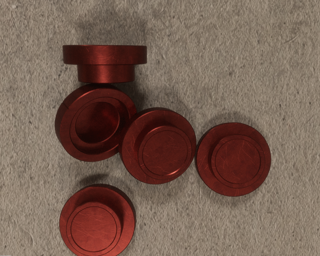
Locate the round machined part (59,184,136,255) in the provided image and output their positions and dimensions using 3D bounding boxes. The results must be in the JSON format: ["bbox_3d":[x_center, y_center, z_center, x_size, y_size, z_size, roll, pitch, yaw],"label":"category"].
[{"bbox_3d":[-0.081,0.124,0.401,0.099,0.042,0.097,0,90,-1],"label":"round machined part"}]

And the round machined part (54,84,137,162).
[{"bbox_3d":[-0.081,-0.010,0.383,0.099,0.042,0.097,-18,125,-28],"label":"round machined part"}]

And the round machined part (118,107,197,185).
[{"bbox_3d":[0.001,0.025,0.385,0.099,0.042,0.097,-4,104,-17],"label":"round machined part"}]

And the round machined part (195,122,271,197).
[{"bbox_3d":[0.096,0.041,0.403,0.099,0.042,0.097,0,90,-1],"label":"round machined part"}]

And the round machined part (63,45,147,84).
[{"bbox_3d":[-0.065,-0.078,0.375,0.099,0.098,0.042,0,104,-1],"label":"round machined part"}]
